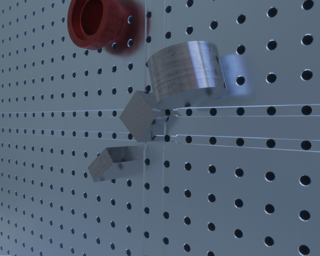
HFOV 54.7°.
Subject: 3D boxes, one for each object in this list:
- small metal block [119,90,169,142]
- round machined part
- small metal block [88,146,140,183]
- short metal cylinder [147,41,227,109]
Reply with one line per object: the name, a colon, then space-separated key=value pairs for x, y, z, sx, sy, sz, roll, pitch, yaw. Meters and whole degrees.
small metal block: x=-0.023 y=-0.016 z=0.426 sx=0.050 sy=0.025 sz=0.050 roll=51 pitch=119 yaw=27
round machined part: x=-0.096 y=-0.168 z=0.475 sx=0.098 sy=0.042 sz=0.097 roll=0 pitch=90 yaw=39
small metal block: x=-0.067 y=0.052 z=0.446 sx=0.050 sy=0.050 sz=0.025 roll=-45 pitch=63 yaw=30
short metal cylinder: x=0.030 y=-0.056 z=0.347 sx=0.080 sy=0.081 sz=0.050 roll=-18 pitch=79 yaw=38
